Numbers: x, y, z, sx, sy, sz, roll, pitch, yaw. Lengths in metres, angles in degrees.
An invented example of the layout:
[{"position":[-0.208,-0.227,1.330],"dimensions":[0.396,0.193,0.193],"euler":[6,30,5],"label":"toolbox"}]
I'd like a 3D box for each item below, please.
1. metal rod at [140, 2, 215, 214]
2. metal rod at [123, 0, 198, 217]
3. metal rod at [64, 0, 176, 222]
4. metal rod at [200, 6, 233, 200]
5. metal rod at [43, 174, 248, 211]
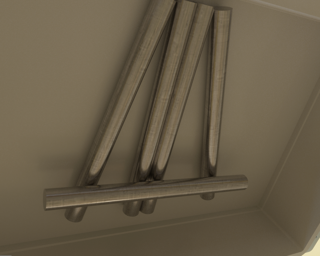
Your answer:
[{"position":[0.014,-0.008,0.410],"dimensions":[0.025,0.025,0.298],"euler":[1,118,-29],"label":"metal rod"},{"position":[-0.007,-0.008,0.398],"dimensions":[0.025,0.025,0.298],"euler":[1,118,-29],"label":"metal rod"},{"position":[-0.055,-0.010,0.371],"dimensions":[0.025,0.025,0.298],"euler":[13,112,-34],"label":"metal rod"},{"position":[0.076,-0.013,0.440],"dimensions":[0.025,0.025,0.298],"euler":[-15,125,-20],"label":"metal rod"},{"position":[0.001,0.085,0.426],"dimensions":[0.303,0.025,0.025],"euler":[1,118,-29],"label":"metal rod"}]
